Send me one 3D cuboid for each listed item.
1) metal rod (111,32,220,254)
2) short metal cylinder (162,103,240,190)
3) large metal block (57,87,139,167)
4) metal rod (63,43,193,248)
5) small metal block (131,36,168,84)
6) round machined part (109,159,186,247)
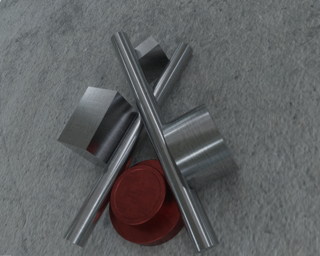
[{"bbox_3d":[-0.006,-0.006,0.367,0.025,0.025,0.299,-29,61,10],"label":"metal rod"},{"bbox_3d":[0.044,0.020,0.334,0.050,0.080,0.080,-28,52,10],"label":"short metal cylinder"},{"bbox_3d":[-0.071,0.004,0.403,0.050,0.080,0.080,12,68,33],"label":"large metal block"},{"bbox_3d":[-0.028,0.004,0.397,0.025,0.025,0.300,12,62,33],"label":"metal rod"},{"bbox_3d":[-0.017,-0.097,0.456,0.050,0.050,0.025,-38,51,2],"label":"small metal block"},{"bbox_3d":[-0.017,0.081,0.353,0.098,0.042,0.098,-13,56,20],"label":"round machined part"}]
